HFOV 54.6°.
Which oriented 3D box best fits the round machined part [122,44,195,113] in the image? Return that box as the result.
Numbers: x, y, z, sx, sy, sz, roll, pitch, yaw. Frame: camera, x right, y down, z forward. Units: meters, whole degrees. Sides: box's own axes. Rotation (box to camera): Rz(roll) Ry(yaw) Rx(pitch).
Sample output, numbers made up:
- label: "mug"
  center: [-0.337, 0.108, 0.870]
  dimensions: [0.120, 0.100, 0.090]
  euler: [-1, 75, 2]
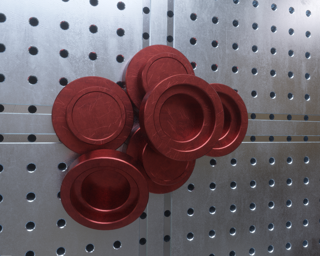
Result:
- label: "round machined part"
  center: [0.003, -0.060, 0.404]
  dimensions: [0.099, 0.042, 0.097]
  euler: [0, 90, -20]

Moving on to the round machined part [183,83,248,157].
- label: "round machined part"
  center: [0.068, -0.011, 0.428]
  dimensions: [0.099, 0.042, 0.097]
  euler: [0, 90, -20]

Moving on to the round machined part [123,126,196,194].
- label: "round machined part"
  center: [0.003, 0.038, 0.404]
  dimensions: [0.099, 0.042, 0.097]
  euler: [0, 90, -20]

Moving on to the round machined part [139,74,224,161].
- label: "round machined part"
  center: [0.022, -0.012, 0.366]
  dimensions: [0.099, 0.042, 0.097]
  euler: [0, 90, -20]

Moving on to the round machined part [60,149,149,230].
- label: "round machined part"
  center: [-0.063, 0.068, 0.366]
  dimensions: [0.099, 0.042, 0.097]
  euler: [-2, 112, -4]

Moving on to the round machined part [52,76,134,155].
- label: "round machined part"
  center: [-0.079, -0.014, 0.374]
  dimensions: [0.099, 0.042, 0.097]
  euler: [0, 90, -20]
